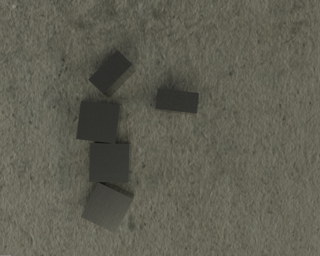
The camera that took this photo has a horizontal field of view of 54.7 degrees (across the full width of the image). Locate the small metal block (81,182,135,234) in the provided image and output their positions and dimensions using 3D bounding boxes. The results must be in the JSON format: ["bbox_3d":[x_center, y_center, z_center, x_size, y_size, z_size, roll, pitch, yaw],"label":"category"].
[{"bbox_3d":[-0.068,0.103,0.409,0.050,0.025,0.050,27,90,-1],"label":"small metal block"}]

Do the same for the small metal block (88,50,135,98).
[{"bbox_3d":[-0.060,-0.068,0.397,0.025,0.050,0.050,44,90,-1],"label":"small metal block"}]

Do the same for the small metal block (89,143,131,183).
[{"bbox_3d":[-0.065,0.045,0.409,0.050,0.025,0.050,1,89,-1],"label":"small metal block"}]

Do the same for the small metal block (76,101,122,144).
[{"bbox_3d":[-0.079,-0.007,0.409,0.050,0.025,0.050,7,89,-1],"label":"small metal block"}]

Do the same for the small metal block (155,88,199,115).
[{"bbox_3d":[0.021,-0.033,0.398,0.050,0.050,0.025,6,90,-1],"label":"small metal block"}]
